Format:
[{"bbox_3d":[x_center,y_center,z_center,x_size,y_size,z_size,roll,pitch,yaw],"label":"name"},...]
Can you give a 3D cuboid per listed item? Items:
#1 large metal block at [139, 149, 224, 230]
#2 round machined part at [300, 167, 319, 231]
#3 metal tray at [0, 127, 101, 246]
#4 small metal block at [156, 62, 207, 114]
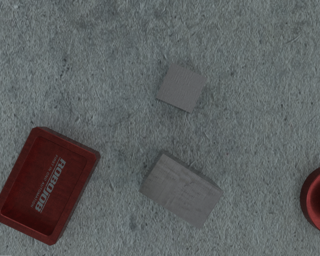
[{"bbox_3d":[0.024,0.070,0.383,0.080,0.080,0.050,32,90,0],"label":"large metal block"},{"bbox_3d":[0.241,0.097,0.404,0.099,0.042,0.097,0,90,0],"label":"round machined part"},{"bbox_3d":[-0.147,0.074,0.406,0.090,0.030,0.130,26,90,0],"label":"metal tray"},{"bbox_3d":[0.028,-0.052,0.410,0.050,0.025,0.050,24,90,0],"label":"small metal block"}]
